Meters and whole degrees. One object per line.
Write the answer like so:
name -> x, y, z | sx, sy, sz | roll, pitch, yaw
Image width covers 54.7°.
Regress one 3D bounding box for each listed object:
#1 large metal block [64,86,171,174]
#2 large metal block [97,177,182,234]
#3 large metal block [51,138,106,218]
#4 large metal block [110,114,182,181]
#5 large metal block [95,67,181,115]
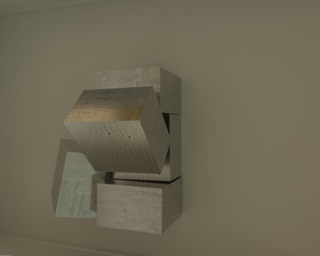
large metal block -> -0.041, 0.004, 0.333 | 0.080, 0.080, 0.050 | -1, 45, 19
large metal block -> -0.022, 0.090, 0.386 | 0.080, 0.080, 0.050 | 1, 90, 19
large metal block -> -0.108, 0.063, 0.408 | 0.050, 0.080, 0.079 | 10, 95, -24
large metal block -> -0.018, 0.023, 0.403 | 0.080, 0.050, 0.079 | -1, 90, 19
large metal block -> -0.024, -0.041, 0.386 | 0.080, 0.080, 0.050 | -1, 90, 19
